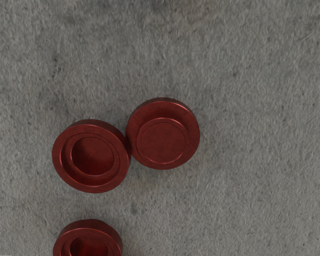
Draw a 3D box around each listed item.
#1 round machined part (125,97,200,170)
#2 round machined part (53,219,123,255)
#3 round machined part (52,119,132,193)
[{"bbox_3d":[0.004,0.012,0.405,0.099,0.042,0.097,0,110,-1],"label":"round machined part"},{"bbox_3d":[-0.105,0.177,0.465,0.099,0.042,0.097,0,110,-1],"label":"round machined part"},{"bbox_3d":[-0.086,0.034,0.409,0.099,0.042,0.097,2,111,4],"label":"round machined part"}]
